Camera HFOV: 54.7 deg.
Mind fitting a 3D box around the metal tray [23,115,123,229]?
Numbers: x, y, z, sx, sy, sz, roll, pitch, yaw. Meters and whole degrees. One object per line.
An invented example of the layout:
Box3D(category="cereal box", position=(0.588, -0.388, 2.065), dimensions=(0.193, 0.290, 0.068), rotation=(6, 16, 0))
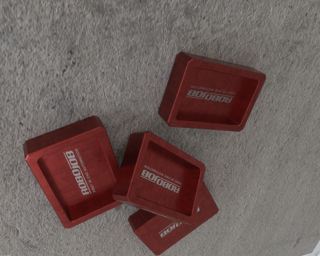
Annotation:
Box3D(category="metal tray", position=(-0.098, 0.058, 0.385), dimensions=(0.091, 0.030, 0.129), rotation=(-23, 127, -15))

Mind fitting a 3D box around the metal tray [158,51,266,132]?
Box3D(category="metal tray", position=(0.071, -0.044, 0.414), dimensions=(0.131, 0.030, 0.089), rotation=(4, 116, -31))

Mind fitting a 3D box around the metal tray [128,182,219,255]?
Box3D(category="metal tray", position=(0.025, 0.141, 0.505), dimensions=(0.130, 0.030, 0.090), rotation=(-34, 129, -6))

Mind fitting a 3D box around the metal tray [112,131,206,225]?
Box3D(category="metal tray", position=(0.005, 0.070, 0.418), dimensions=(0.130, 0.030, 0.090), rotation=(32, 63, -38))
